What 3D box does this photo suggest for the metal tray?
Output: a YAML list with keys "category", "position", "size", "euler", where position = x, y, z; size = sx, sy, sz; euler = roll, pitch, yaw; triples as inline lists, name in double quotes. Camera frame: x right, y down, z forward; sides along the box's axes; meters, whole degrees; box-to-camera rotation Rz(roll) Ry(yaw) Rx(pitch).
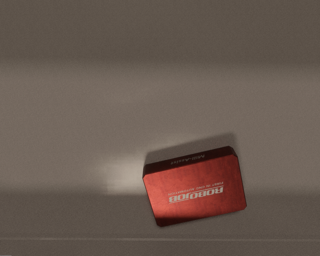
- category: "metal tray"
  position: [0.049, 0.084, 0.440]
  size: [0.131, 0.030, 0.089]
  euler: [-13, 110, 4]
